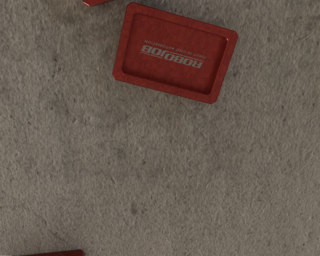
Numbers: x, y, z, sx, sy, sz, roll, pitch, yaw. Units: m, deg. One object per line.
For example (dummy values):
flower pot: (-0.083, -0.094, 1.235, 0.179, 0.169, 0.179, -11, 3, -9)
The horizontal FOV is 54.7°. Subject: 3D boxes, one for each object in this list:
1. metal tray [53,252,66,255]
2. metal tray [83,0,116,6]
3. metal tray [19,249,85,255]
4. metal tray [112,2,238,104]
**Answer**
metal tray: (-0.165, 0.267, 0.466, 0.030, 0.091, 0.129, 14, 121, 35)
metal tray: (-0.056, -0.207, 0.329, 0.090, 0.030, 0.129, -14, 110, 5)
metal tray: (-0.183, 0.230, 0.456, 0.131, 0.090, 0.030, -7, 114, 2)
metal tray: (0.016, -0.089, 0.374, 0.131, 0.030, 0.089, 14, 109, -6)
